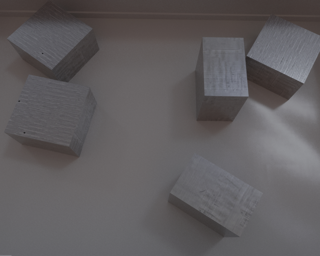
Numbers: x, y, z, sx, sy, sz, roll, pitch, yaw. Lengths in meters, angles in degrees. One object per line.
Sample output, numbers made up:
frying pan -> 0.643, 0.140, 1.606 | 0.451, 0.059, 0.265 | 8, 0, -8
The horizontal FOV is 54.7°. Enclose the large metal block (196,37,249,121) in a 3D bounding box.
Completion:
large metal block -> 0.076, -0.060, 0.403 | 0.050, 0.080, 0.080 | 1, 70, 0

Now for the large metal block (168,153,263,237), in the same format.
large metal block -> 0.057, 0.079, 0.352 | 0.080, 0.080, 0.050 | 31, 73, 10

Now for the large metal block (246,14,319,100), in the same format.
large metal block -> 0.169, -0.099, 0.435 | 0.080, 0.050, 0.080 | 29, 72, 10

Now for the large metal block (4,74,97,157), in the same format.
large metal block -> -0.136, -0.015, 0.400 | 0.080, 0.050, 0.080 | 12, 70, 4

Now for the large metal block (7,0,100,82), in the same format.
large metal block -> -0.147, -0.118, 0.438 | 0.080, 0.050, 0.080 | 35, 73, 11
